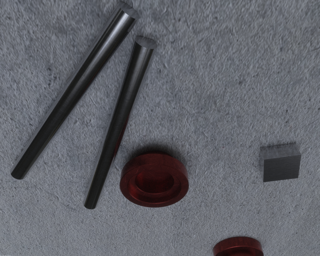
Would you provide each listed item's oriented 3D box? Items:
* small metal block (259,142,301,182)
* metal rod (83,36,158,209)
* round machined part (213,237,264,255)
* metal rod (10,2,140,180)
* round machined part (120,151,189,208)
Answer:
[{"bbox_3d":[0.174,0.051,0.452,0.050,0.025,0.050,-8,130,7],"label":"small metal block"},{"bbox_3d":[-0.064,0.016,0.420,0.025,0.025,0.298,15,129,-13],"label":"metal rod"},{"bbox_3d":[0.159,0.263,0.622,0.099,0.042,0.097,0,130,0],"label":"round machined part"},{"bbox_3d":[-0.120,-0.025,0.384,0.025,0.025,0.299,30,124,-23],"label":"metal rod"},{"bbox_3d":[-0.008,0.071,0.457,0.099,0.042,0.097,0,130,0],"label":"round machined part"}]
